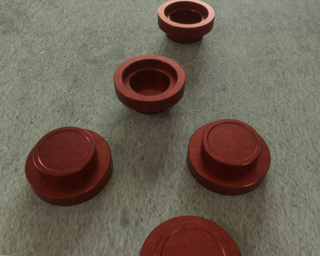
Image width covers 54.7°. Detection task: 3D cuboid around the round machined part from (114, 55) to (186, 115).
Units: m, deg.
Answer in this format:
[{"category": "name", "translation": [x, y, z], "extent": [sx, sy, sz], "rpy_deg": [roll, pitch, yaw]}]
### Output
[{"category": "round machined part", "translation": [-0.014, -0.058, 0.440], "extent": [0.099, 0.042, 0.098], "rpy_deg": [0, 50, 0]}]

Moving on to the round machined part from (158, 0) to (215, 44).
[{"category": "round machined part", "translation": [0.045, -0.186, 0.549], "extent": [0.099, 0.042, 0.098], "rpy_deg": [0, 50, 0]}]

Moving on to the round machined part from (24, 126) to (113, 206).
[{"category": "round machined part", "translation": [-0.107, 0.037, 0.360], "extent": [0.099, 0.042, 0.098], "rpy_deg": [0, 50, 0]}]

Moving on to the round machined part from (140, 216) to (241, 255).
[{"category": "round machined part", "translation": [0.029, 0.127, 0.286], "extent": [0.099, 0.042, 0.098], "rpy_deg": [0, 50, 0]}]

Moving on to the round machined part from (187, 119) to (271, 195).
[{"category": "round machined part", "translation": [0.083, 0.027, 0.370], "extent": [0.099, 0.042, 0.098], "rpy_deg": [0, 50, 0]}]
